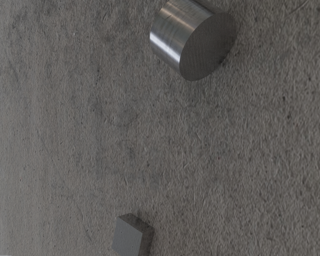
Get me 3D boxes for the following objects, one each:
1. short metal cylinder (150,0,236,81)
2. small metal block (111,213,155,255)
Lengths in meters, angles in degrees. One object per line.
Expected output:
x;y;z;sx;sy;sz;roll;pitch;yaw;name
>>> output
0.036;-0.099;0.339;0.050;0.081;0.080;46;117;30;short metal cylinder
-0.038;0.156;0.437;0.050;0.025;0.050;20;103;38;small metal block
